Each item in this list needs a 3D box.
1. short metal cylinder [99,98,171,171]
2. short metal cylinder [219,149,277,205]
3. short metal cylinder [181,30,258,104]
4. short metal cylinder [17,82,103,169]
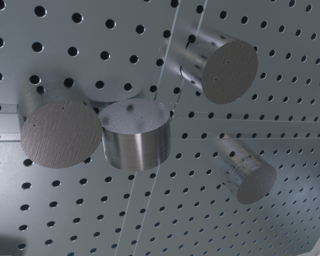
[{"bbox_3d":[-0.028,0.006,0.364,0.081,0.080,0.050,-16,125,-20],"label":"short metal cylinder"},{"bbox_3d":[0.149,0.083,0.528,0.081,0.050,0.079,-14,124,-21],"label":"short metal cylinder"},{"bbox_3d":[0.074,-0.076,0.388,0.081,0.050,0.079,-14,124,-21],"label":"short metal cylinder"},{"bbox_3d":[-0.108,-0.003,0.334,0.081,0.050,0.079,-14,124,-21],"label":"short metal cylinder"}]
